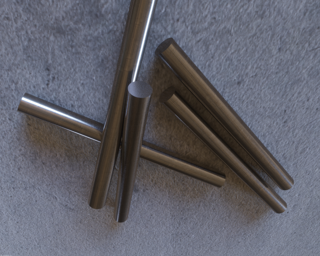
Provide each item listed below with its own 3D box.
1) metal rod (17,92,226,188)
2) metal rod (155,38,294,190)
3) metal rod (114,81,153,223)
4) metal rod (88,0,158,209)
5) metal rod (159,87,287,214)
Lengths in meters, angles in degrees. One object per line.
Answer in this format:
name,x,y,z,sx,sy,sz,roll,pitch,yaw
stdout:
metal rod,-0.038,0.024,0.427,0.302,0.025,0.025,23,126,-19
metal rod,0.100,-0.001,0.407,0.025,0.025,0.300,-33,124,24
metal rod,-0.044,0.056,0.425,0.025,0.025,0.298,7,139,-6
metal rod,-0.051,-0.014,0.369,0.025,0.025,0.298,12,122,-10
metal rod,0.105,0.046,0.448,0.025,0.025,0.300,-33,123,24
